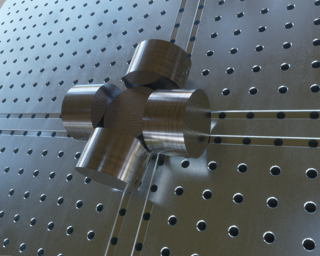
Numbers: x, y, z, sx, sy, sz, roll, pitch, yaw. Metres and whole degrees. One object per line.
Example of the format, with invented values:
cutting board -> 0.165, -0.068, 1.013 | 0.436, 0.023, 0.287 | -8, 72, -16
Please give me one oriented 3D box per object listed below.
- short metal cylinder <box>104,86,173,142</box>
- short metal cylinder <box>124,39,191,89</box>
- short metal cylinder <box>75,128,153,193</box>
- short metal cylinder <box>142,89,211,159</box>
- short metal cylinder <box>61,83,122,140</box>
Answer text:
short metal cylinder -> -0.027, -0.009, 0.412 | 0.080, 0.050, 0.080 | -12, 57, 20
short metal cylinder -> -0.002, -0.073, 0.419 | 0.080, 0.080, 0.050 | 3, 63, 29
short metal cylinder -> -0.054, 0.041, 0.375 | 0.080, 0.080, 0.050 | 6, 65, 31
short metal cylinder -> 0.022, -0.006, 0.365 | 0.050, 0.080, 0.080 | 4, 64, 30
short metal cylinder -> -0.089, -0.021, 0.433 | 0.050, 0.080, 0.080 | 2, 63, 28
